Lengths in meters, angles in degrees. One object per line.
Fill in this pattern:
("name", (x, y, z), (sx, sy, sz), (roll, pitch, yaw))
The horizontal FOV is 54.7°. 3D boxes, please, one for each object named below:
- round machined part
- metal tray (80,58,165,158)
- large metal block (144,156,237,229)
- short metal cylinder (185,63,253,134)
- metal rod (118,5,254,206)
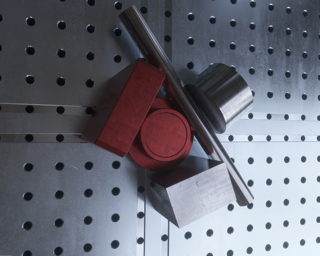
("round machined part", (0.001, 0.009, 0.405), (0.099, 0.042, 0.097), (0, 90, -21))
("metal tray", (-0.047, -0.020, 0.340), (0.030, 0.130, 0.090), (29, 80, -18))
("large metal block", (0.036, 0.077, 0.398), (0.081, 0.080, 0.050), (-20, 97, -19))
("short metal cylinder", (0.075, -0.039, 0.411), (0.050, 0.080, 0.080), (-39, 103, -16))
("metal rod", (0.041, -0.020, 0.406), (0.025, 0.025, 0.299), (-37, 102, -16))
